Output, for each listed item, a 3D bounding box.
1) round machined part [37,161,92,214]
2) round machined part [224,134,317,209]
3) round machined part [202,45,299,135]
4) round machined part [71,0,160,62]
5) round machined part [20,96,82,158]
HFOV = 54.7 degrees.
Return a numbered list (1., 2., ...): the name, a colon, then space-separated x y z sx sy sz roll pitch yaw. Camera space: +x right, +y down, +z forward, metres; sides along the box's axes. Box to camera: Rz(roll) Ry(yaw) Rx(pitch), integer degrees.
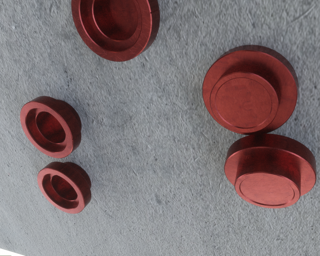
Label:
1. round machined part: -0.161 0.098 0.542 0.098 0.042 0.097 13 124 21
2. round machined part: 0.122 0.055 0.349 0.098 0.042 0.097 13 139 12
3. round machined part: 0.091 -0.034 0.327 0.098 0.042 0.097 13 124 21
4. round machined part: -0.044 -0.127 0.341 0.098 0.042 0.097 13 124 21
5. round machined part: -0.161 -0.005 0.478 0.098 0.042 0.097 13 124 21
